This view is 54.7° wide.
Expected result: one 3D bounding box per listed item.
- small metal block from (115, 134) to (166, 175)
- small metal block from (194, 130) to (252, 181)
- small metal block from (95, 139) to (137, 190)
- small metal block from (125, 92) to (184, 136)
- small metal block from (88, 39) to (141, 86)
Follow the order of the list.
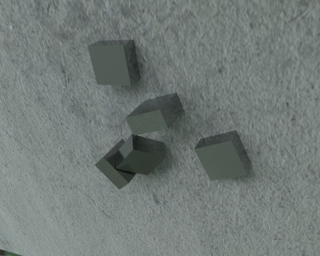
[{"bbox_3d":[-0.027,0.038,0.427,0.050,0.025,0.050,17,135,-28],"label":"small metal block"},{"bbox_3d":[0.079,0.035,0.386,0.050,0.025,0.050,-17,110,34],"label":"small metal block"},{"bbox_3d":[-0.057,0.052,0.451,0.050,0.050,0.025,46,129,-5],"label":"small metal block"},{"bbox_3d":[-0.006,-0.018,0.382,0.050,0.050,0.025,-12,112,33],"label":"small metal block"},{"bbox_3d":[-0.056,-0.081,0.385,0.050,0.025,0.050,5,121,25],"label":"small metal block"}]
